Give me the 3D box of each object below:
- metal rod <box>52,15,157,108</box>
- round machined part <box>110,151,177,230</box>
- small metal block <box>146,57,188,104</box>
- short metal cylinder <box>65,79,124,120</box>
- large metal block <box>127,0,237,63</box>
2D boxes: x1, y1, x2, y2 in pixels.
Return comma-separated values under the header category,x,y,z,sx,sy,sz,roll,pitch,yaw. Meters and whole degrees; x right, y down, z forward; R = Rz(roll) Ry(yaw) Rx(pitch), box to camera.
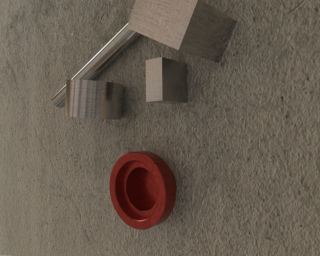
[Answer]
category,x,y,z,sx,sy,sz,roll,pitch,yaw
metal rod,-0.076,-0.113,0.465,0.299,0.025,0.025,-32,70,35
round machined part,-0.018,0.079,0.406,0.098,0.042,0.097,0,90,39
small metal block,0.009,-0.056,0.380,0.025,0.050,0.050,-1,89,40
short metal cylinder,-0.094,-0.040,0.444,0.080,0.081,0.050,7,95,39
large metal block,0.025,-0.116,0.347,0.080,0.081,0.050,34,111,34
